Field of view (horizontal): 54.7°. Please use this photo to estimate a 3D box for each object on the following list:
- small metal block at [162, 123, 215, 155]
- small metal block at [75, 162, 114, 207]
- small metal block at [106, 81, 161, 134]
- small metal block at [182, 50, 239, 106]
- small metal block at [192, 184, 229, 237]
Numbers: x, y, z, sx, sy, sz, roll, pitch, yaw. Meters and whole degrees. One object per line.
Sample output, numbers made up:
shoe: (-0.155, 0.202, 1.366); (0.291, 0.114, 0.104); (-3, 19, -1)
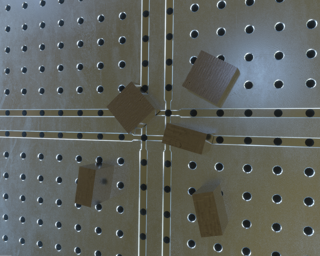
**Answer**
small metal block: (0.036, 0.012, 0.386); (0.050, 0.050, 0.025); (16, 96, 19)
small metal block: (-0.090, 0.077, 0.430); (0.025, 0.050, 0.050); (9, 93, 19)
small metal block: (-0.036, -0.027, 0.424); (0.050, 0.025, 0.050); (-43, 77, 14)
small metal block: (0.064, -0.062, 0.390); (0.050, 0.025, 0.050); (31, 100, 17)
small metal block: (0.062, 0.099, 0.377); (0.025, 0.050, 0.050); (-13, 86, 19)
